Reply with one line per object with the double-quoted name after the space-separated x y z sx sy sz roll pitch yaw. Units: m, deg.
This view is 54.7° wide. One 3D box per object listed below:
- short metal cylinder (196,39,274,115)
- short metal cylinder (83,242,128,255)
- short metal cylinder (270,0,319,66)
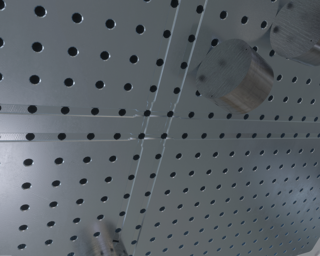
0.092 -0.063 0.387 0.050 0.080 0.080 27 104 -37 "short metal cylinder"
-0.083 0.229 0.491 0.081 0.050 0.079 -14 124 -21 "short metal cylinder"
0.193 -0.125 0.404 0.050 0.080 0.079 8 115 -32 "short metal cylinder"
